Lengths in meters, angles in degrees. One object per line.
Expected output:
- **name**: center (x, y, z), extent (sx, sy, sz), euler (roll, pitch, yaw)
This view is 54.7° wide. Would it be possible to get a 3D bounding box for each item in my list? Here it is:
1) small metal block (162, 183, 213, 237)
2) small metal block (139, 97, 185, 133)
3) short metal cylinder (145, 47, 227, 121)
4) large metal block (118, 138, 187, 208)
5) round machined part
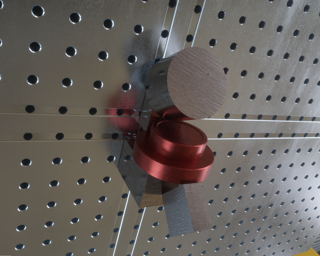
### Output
- **small metal block**: center (0.029, 0.094, 0.353), extent (0.025, 0.050, 0.050), euler (1, 156, -30)
- **small metal block**: center (0.005, -0.022, 0.401), extent (0.050, 0.025, 0.050), euler (1, 118, -29)
- **short metal cylinder**: center (0.030, -0.049, 0.361), extent (0.081, 0.050, 0.080), euler (1, 88, -29)
- **large metal block**: center (-0.001, 0.055, 0.410), extent (0.081, 0.080, 0.050), euler (1, 118, -29)
- **round machined part**: center (0.019, 0.022, 0.376), extent (0.099, 0.098, 0.042), euler (1, 118, -29)
